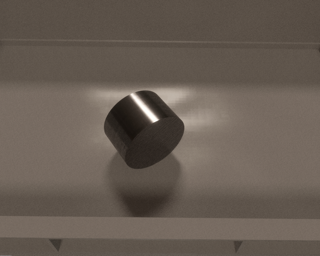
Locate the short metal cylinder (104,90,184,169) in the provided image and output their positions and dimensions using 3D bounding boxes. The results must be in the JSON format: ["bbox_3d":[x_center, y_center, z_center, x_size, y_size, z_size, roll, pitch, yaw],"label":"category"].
[{"bbox_3d":[-0.018,0.002,0.367,0.081,0.080,0.050,-27,55,-21],"label":"short metal cylinder"}]
